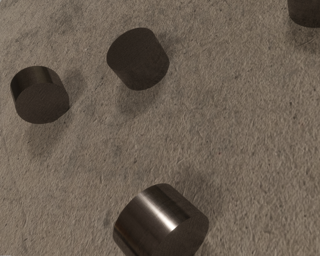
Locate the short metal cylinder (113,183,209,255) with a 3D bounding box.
[{"bbox_3d":[0.002,0.102,0.304,0.080,0.080,0.050,-49,52,-6],"label":"short metal cylinder"}]

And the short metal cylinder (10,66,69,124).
[{"bbox_3d":[-0.194,-0.053,0.500,0.080,0.080,0.050,-38,51,2],"label":"short metal cylinder"}]

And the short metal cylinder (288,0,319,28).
[{"bbox_3d":[0.202,-0.174,0.388,0.080,0.050,0.080,-13,56,20],"label":"short metal cylinder"}]

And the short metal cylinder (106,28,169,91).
[{"bbox_3d":[-0.033,-0.103,0.467,0.080,0.050,0.080,-13,56,20],"label":"short metal cylinder"}]
